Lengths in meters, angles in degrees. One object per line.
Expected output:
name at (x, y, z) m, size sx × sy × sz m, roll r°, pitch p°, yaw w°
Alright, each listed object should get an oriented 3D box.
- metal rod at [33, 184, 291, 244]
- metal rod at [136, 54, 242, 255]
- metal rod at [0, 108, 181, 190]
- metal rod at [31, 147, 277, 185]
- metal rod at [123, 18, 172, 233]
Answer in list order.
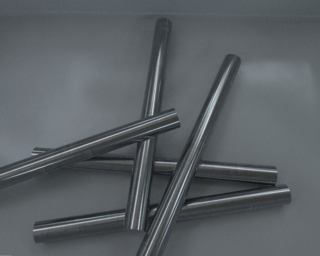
metal rod at (0.006, 0.102, 0.371) m, size 0.302 × 0.025 × 0.025 m, roll -8°, pitch 70°, yaw -4°
metal rod at (0.044, 0.023, 0.379) m, size 0.025 × 0.025 × 0.300 m, roll 23°, pitch 64°, yaw 8°
metal rod at (-0.122, 0.036, 0.367) m, size 0.302 × 0.025 × 0.025 m, roll -19°, pitch 71°, yaw -2°
metal rod at (-0.008, 0.048, 0.390) m, size 0.302 × 0.025 × 0.025 m, roll 4°, pitch 70°, yaw 1°
metal rod at (-0.011, -0.023, 0.398) m, size 0.025 × 0.025 × 0.299 m, roll 6°, pitch 64°, yaw 2°
